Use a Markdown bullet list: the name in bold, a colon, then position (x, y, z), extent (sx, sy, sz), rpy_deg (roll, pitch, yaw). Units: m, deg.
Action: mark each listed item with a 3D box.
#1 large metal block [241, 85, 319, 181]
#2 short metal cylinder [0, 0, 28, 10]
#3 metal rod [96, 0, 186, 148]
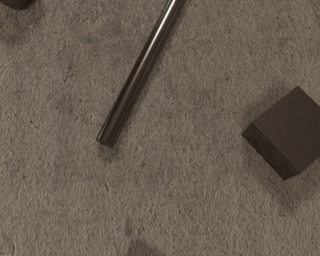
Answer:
- **large metal block**: position (0.167, 0.007, 0.394), extent (0.080, 0.050, 0.080), rpy_deg (-36, 74, -13)
- **short metal cylinder**: position (-0.226, -0.225, 0.458), extent (0.080, 0.080, 0.050), rpy_deg (29, 73, 9)
- **metal rod**: position (-0.013, -0.109, 0.447), extent (0.025, 0.025, 0.300), rpy_deg (22, 71, 7)
